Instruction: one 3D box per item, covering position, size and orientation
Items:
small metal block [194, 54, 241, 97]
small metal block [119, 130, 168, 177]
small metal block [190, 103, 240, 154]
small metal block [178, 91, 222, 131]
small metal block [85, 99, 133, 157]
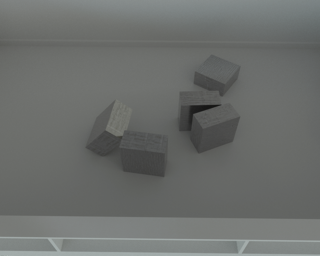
[{"bbox_3d":[0.087,-0.081,0.474,0.050,0.025,0.050,28,55,22],"label":"small metal block"},{"bbox_3d":[-0.018,0.031,0.363,0.050,0.050,0.025,7,51,6],"label":"small metal block"},{"bbox_3d":[0.068,0.001,0.389,0.050,0.050,0.025,-18,53,-14],"label":"small metal block"},{"bbox_3d":[0.051,-0.022,0.407,0.050,0.050,0.025,-2,50,-1],"label":"small metal block"},{"bbox_3d":[-0.063,0.000,0.385,0.025,0.050,0.050,32,46,-24],"label":"small metal block"}]
